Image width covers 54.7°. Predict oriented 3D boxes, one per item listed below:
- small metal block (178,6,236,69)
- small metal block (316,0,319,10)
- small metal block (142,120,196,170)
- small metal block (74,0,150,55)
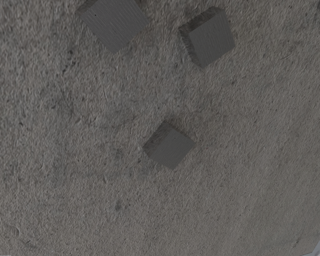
[{"bbox_3d":[0.057,-0.108,0.371,0.050,0.025,0.050,-35,129,-5],"label":"small metal block"},{"bbox_3d":[0.254,-0.186,0.431,0.050,0.025,0.050,-2,119,-28],"label":"small metal block"},{"bbox_3d":[0.013,0.024,0.429,0.050,0.025,0.050,32,100,-38],"label":"small metal block"},{"bbox_3d":[-0.047,-0.112,0.312,0.050,0.025,0.050,-43,130,1],"label":"small metal block"}]
